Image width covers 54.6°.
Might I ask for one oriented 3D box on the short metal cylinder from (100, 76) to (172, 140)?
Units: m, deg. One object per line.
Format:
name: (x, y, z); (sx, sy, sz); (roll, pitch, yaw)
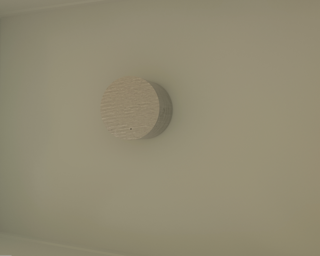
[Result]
short metal cylinder: (-0.030, -0.025, 0.406); (0.080, 0.050, 0.080); (0, 90, 20)
